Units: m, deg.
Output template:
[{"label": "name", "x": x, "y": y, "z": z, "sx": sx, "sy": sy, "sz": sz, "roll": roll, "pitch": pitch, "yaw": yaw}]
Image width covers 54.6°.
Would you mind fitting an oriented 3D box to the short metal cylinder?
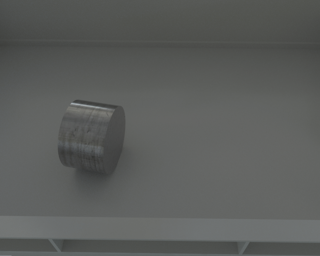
[{"label": "short metal cylinder", "x": -0.076, "y": 0.010, "z": 0.361, "sx": 0.050, "sy": 0.080, "sz": 0.080, "roll": 9, "pitch": 51, "yaw": 8}]
